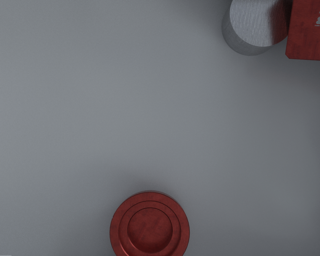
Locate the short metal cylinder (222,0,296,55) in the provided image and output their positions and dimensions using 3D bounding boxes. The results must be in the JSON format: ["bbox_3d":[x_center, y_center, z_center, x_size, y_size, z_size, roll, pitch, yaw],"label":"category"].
[{"bbox_3d":[0.125,-0.139,0.401,0.081,0.050,0.079,0,90,-1],"label":"short metal cylinder"}]

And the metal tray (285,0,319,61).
[{"bbox_3d":[0.211,-0.118,0.334,0.130,0.030,0.089,8,111,20],"label":"metal tray"}]

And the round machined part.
[{"bbox_3d":[-0.013,0.130,0.400,0.099,0.042,0.097,0,84,0],"label":"round machined part"}]
